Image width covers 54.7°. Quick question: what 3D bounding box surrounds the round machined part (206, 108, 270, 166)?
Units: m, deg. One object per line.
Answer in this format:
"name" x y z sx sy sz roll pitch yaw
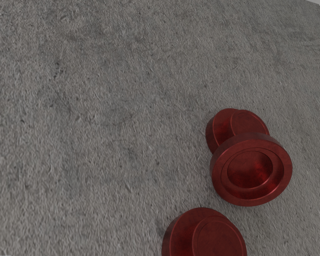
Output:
"round machined part" 0.119 0.012 0.449 0.099 0.042 0.098 14 56 -21

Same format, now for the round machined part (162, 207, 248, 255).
"round machined part" 0.055 0.135 0.340 0.099 0.042 0.098 14 56 -21

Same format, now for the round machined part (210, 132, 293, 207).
"round machined part" 0.113 0.049 0.397 0.098 0.097 0.042 27 21 -12
